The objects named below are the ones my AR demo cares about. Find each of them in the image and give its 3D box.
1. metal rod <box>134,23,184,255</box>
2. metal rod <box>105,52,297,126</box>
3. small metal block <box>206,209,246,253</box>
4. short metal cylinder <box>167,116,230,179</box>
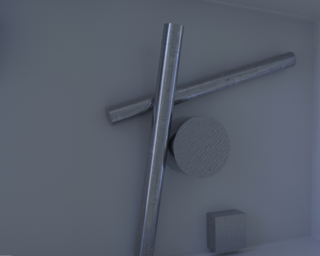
[{"bbox_3d":[-0.002,0.023,0.390,0.025,0.025,0.298,5,96,-20],"label":"metal rod"},{"bbox_3d":[0.071,-0.061,0.437,0.302,0.025,0.025,-19,97,-19],"label":"metal rod"},{"bbox_3d":[0.096,0.148,0.448,0.050,0.025,0.050,-1,91,-21],"label":"small metal block"},{"bbox_3d":[0.046,0.024,0.415,0.081,0.050,0.079,0,90,-21],"label":"short metal cylinder"}]
